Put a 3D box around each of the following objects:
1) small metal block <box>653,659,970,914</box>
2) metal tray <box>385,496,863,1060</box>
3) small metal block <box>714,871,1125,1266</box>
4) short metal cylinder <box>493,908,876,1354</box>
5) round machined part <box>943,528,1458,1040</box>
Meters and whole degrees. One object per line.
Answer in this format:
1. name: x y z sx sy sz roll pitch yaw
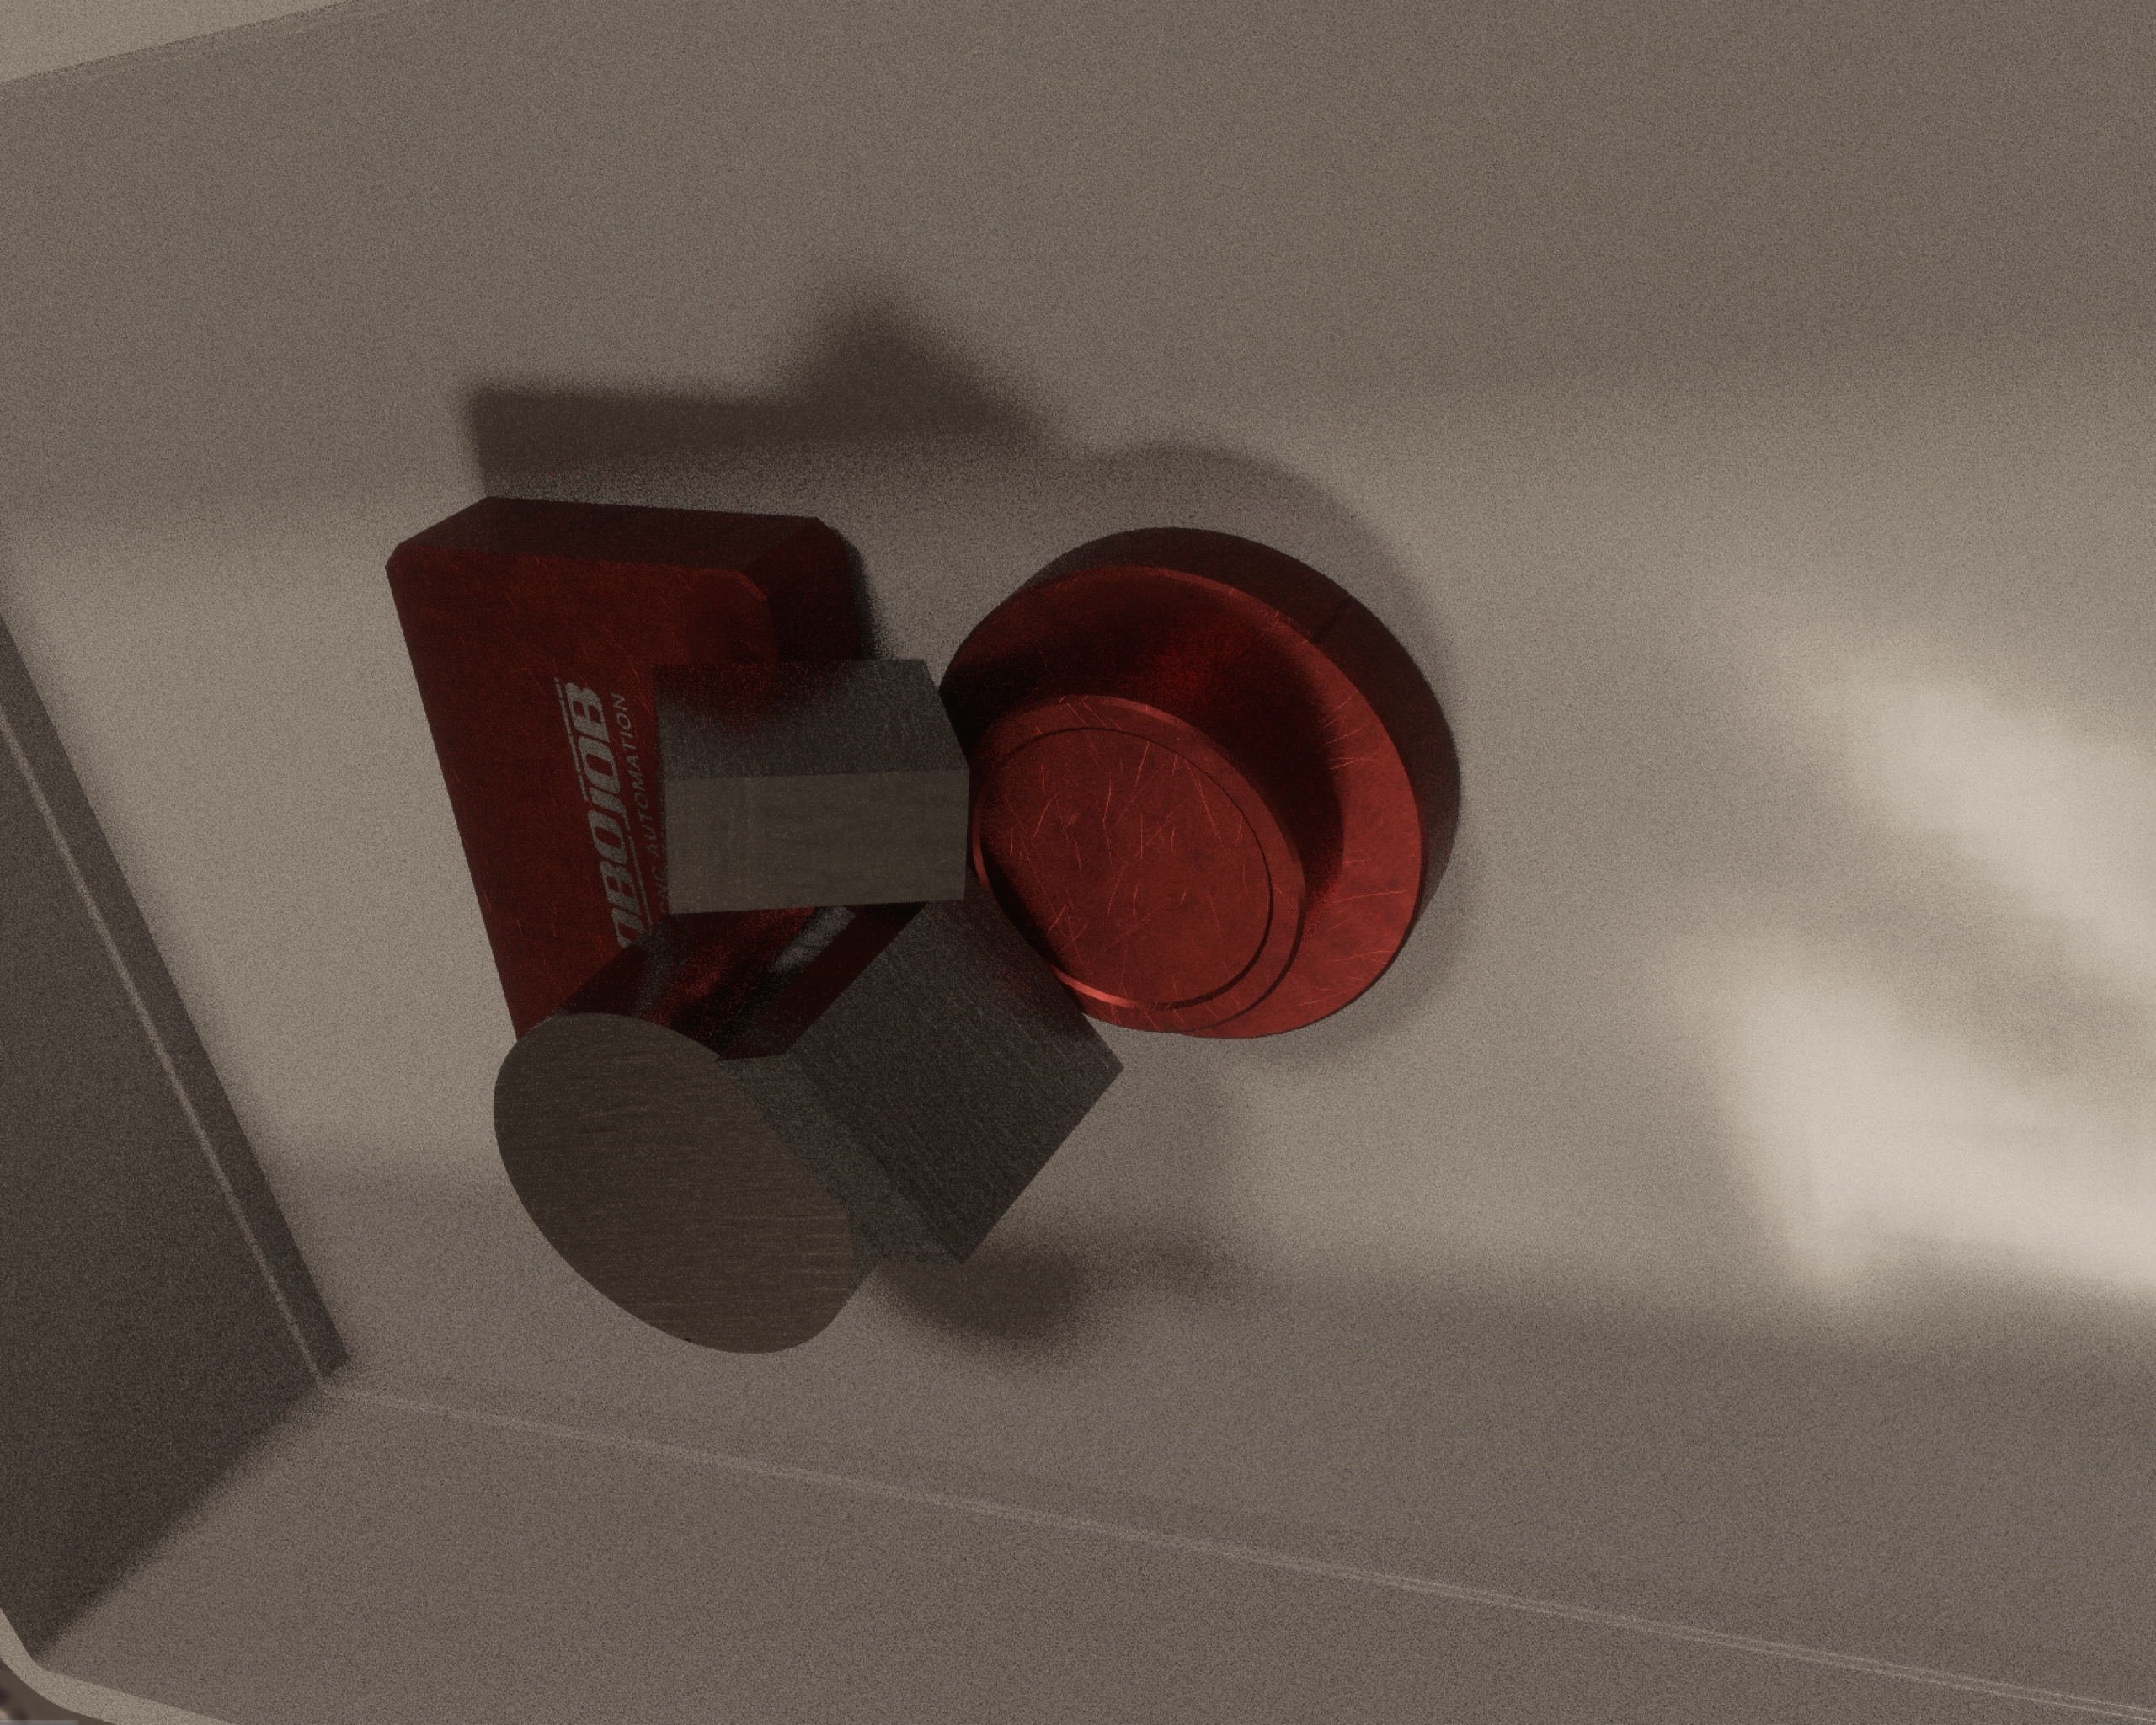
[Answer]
1. small metal block: -0.049 -0.015 0.372 0.050 0.050 0.025 -3 118 -13
2. metal tray: -0.086 -0.009 0.439 0.090 0.030 0.129 7 122 24
3. small metal block: -0.027 0.036 0.376 0.025 0.050 0.050 -12 121 53
4. short metal cylinder: -0.068 0.050 0.417 0.080 0.050 0.079 13 124 20
5. round machined part: 0.016 -0.008 0.381 0.098 0.042 0.097 13 124 20
